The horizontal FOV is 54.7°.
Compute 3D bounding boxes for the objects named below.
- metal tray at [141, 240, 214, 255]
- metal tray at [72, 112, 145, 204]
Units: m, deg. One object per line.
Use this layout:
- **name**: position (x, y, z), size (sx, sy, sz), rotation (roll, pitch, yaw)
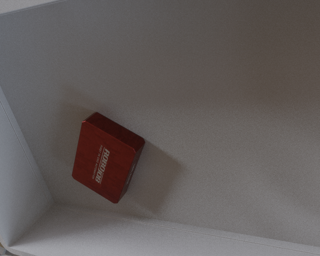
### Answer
- **metal tray**: position (0.038, 0.252, 0.544), size (0.130, 0.030, 0.089), rotation (3, 120, 26)
- **metal tray**: position (-0.084, 0.050, 0.480), size (0.090, 0.030, 0.129), rotation (29, 128, 9)
